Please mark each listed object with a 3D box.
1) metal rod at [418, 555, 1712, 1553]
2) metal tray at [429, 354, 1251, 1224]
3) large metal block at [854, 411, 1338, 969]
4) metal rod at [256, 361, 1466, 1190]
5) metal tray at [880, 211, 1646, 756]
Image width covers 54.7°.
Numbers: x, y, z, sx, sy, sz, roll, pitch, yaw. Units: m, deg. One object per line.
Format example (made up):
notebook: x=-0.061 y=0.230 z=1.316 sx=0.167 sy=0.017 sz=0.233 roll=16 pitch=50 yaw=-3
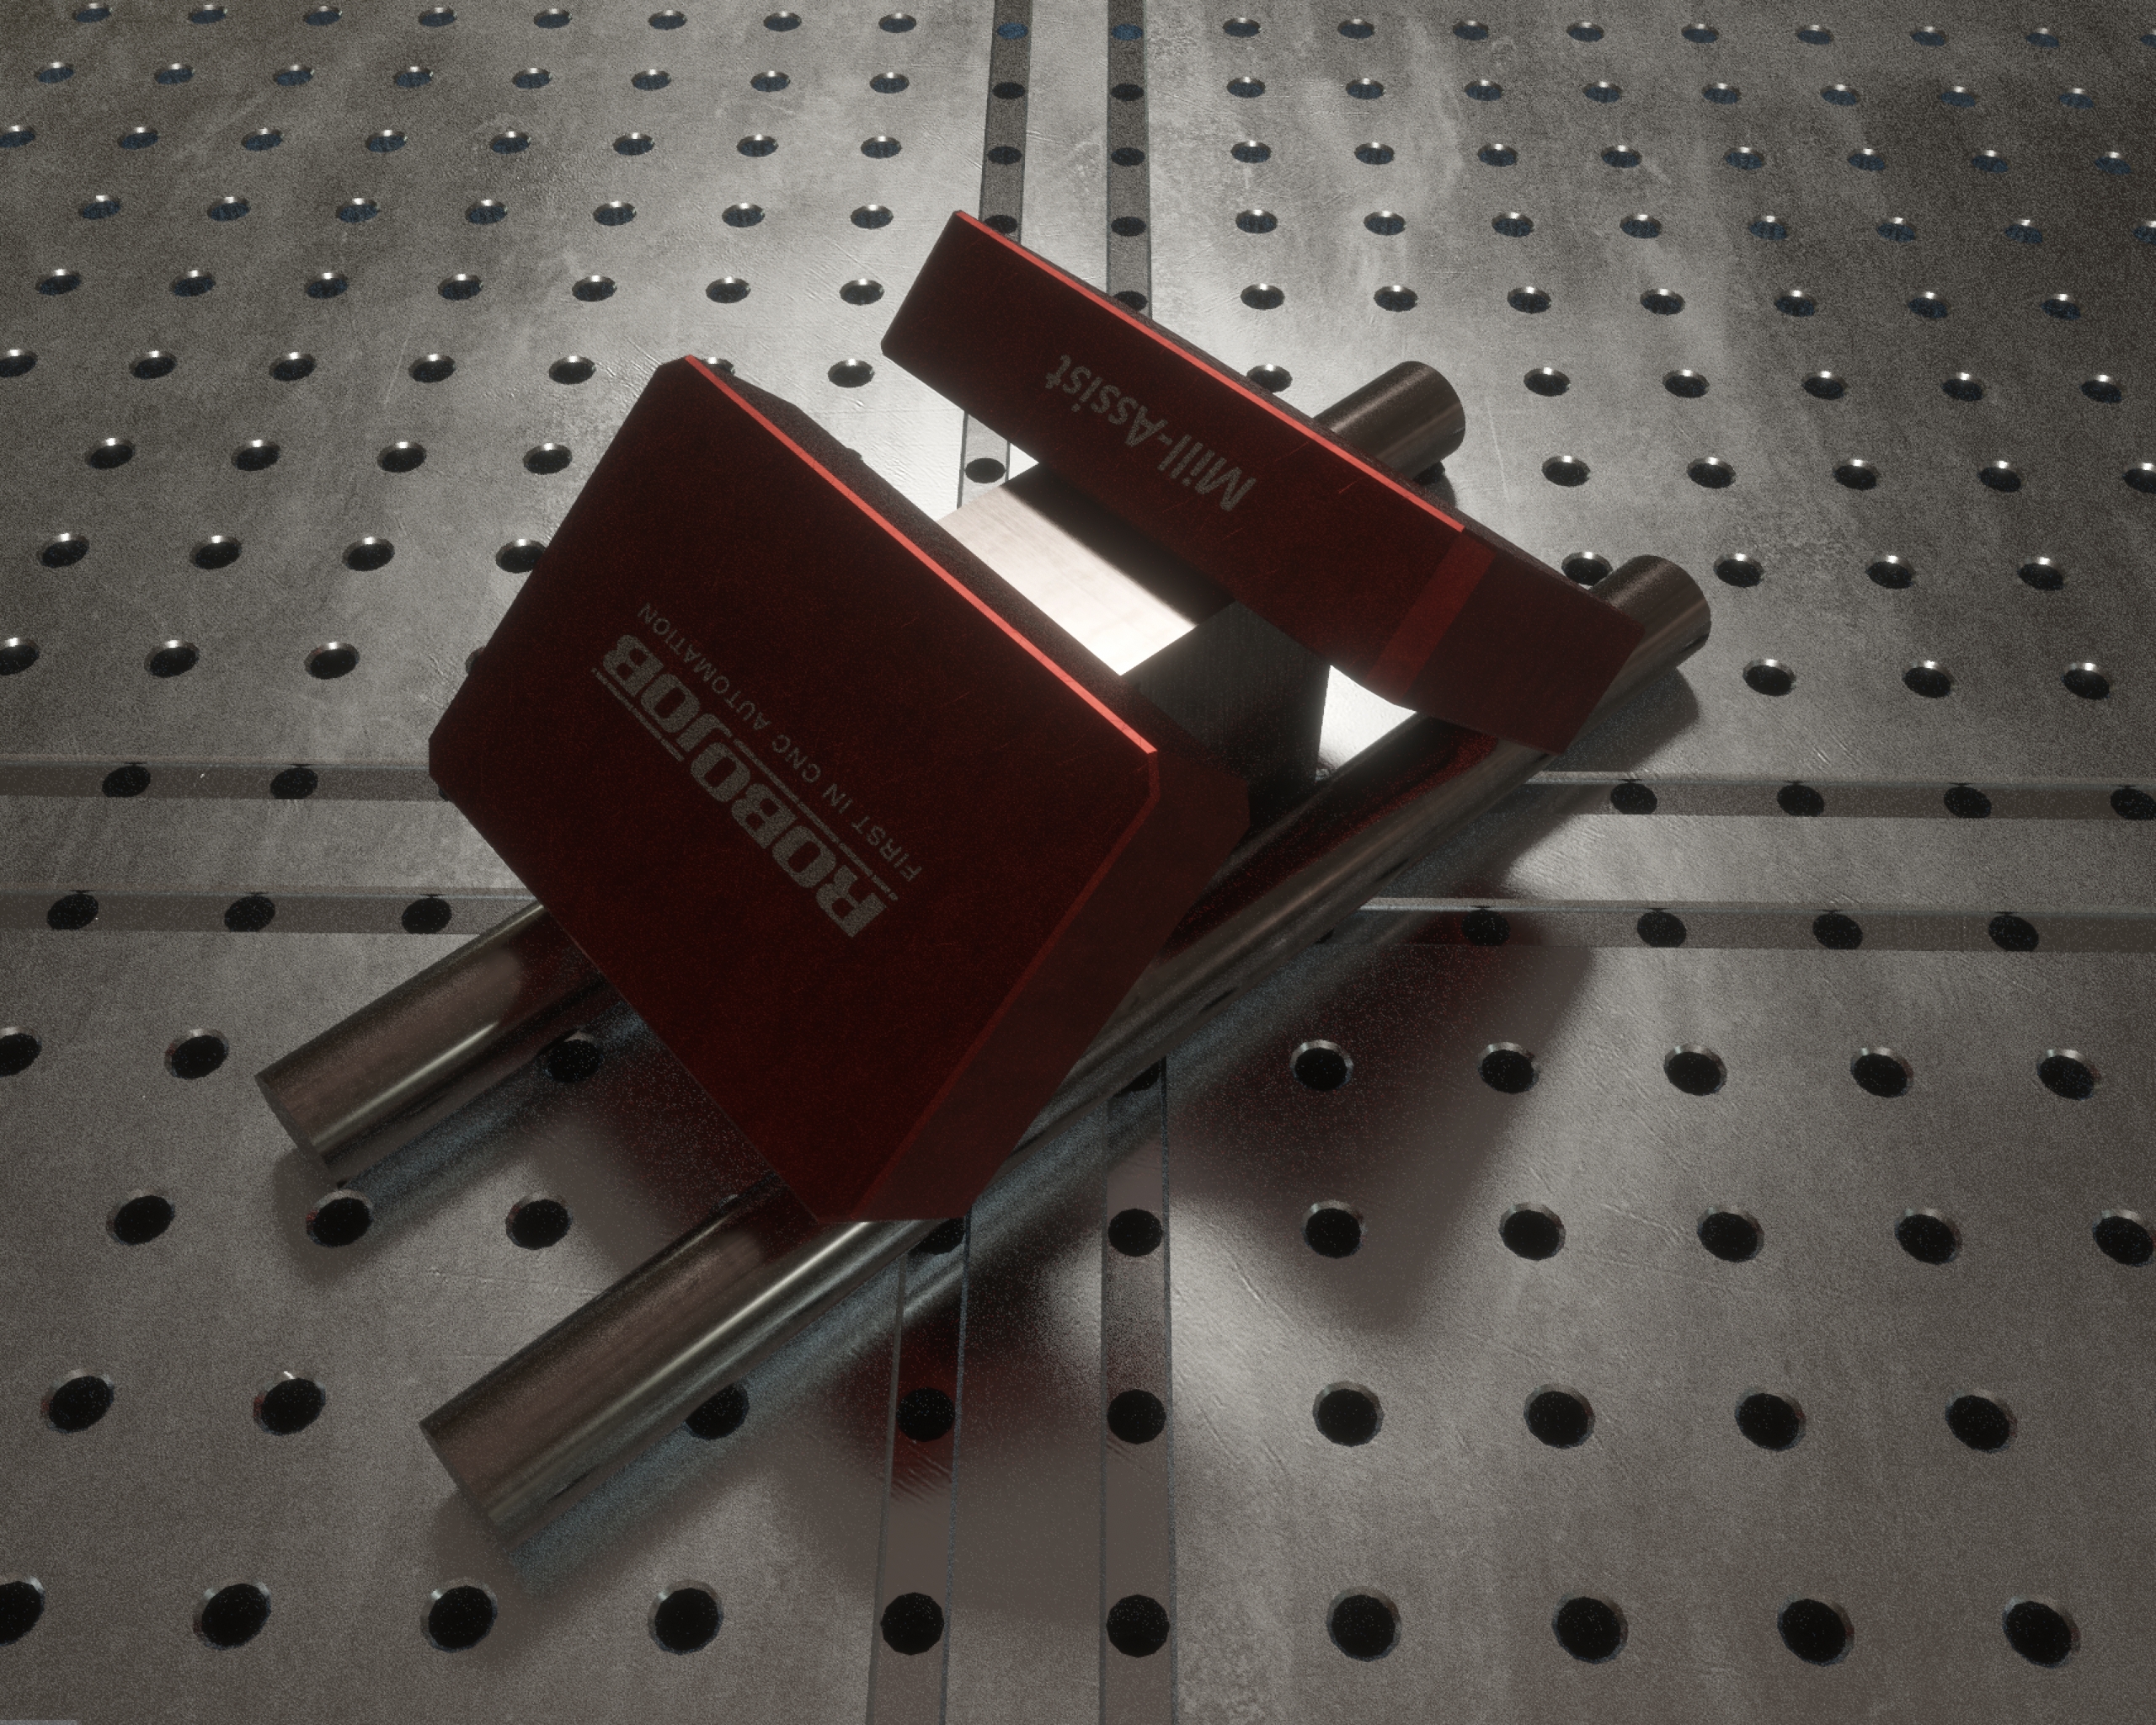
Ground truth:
metal rod: x=0.016 y=0.021 z=0.391 sx=0.302 sy=0.025 sz=0.025 roll=-34 pitch=58 yaw=-26
metal tray: x=-0.045 y=-0.014 z=0.349 sx=0.130 sy=0.030 sz=0.090 roll=43 pitch=105 yaw=29
large metal block: x=0.001 y=-0.028 z=0.394 sx=0.080 sy=0.080 sz=0.050 roll=-35 pitch=59 yaw=-26
metal rod: x=-0.027 y=-0.031 z=0.433 sx=0.302 sy=0.025 sz=0.025 roll=-35 pitch=59 yaw=-26
metal tray: x=0.035 y=-0.071 z=0.397 sx=0.130 sy=0.030 sz=0.090 roll=39 pitch=16 yaw=27
